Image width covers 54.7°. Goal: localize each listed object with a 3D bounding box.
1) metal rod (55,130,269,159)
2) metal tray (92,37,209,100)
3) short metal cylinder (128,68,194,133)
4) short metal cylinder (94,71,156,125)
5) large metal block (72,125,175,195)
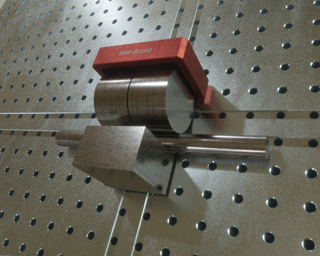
[{"bbox_3d":[-0.018,0.018,0.401,0.300,0.025,0.025,1,62,28],"label":"metal rod"},{"bbox_3d":[-0.012,-0.072,0.412,0.130,0.090,0.030,1,63,29],"label":"metal tray"},{"bbox_3d":[0.004,-0.034,0.388,0.050,0.080,0.080,2,63,29],"label":"short metal cylinder"},{"bbox_3d":[-0.042,-0.034,0.412,0.050,0.080,0.080,1,62,28],"label":"short metal cylinder"},{"bbox_3d":[-0.040,0.038,0.365,0.080,0.080,0.050,1,62,28],"label":"large metal block"}]
